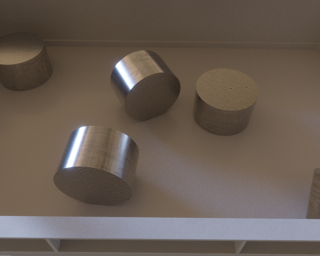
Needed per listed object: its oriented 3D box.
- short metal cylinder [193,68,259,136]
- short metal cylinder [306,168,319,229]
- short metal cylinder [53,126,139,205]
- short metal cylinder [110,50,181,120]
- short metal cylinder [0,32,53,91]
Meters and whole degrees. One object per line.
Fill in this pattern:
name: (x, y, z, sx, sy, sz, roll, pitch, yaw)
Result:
short metal cylinder: (0.087, -0.036, 0.420, 0.081, 0.050, 0.080, 0, 50, 0)
short metal cylinder: (0.191, 0.074, 0.303, 0.081, 0.050, 0.080, 6, 6, 0)
short metal cylinder: (-0.066, 0.042, 0.333, 0.080, 0.080, 0.050, 5, 50, 4)
short metal cylinder: (-0.020, -0.056, 0.417, 0.081, 0.080, 0.050, -21, 53, -17)
short metal cylinder: (-0.211, -0.102, 0.472, 0.081, 0.050, 0.080, 0, 50, 0)
